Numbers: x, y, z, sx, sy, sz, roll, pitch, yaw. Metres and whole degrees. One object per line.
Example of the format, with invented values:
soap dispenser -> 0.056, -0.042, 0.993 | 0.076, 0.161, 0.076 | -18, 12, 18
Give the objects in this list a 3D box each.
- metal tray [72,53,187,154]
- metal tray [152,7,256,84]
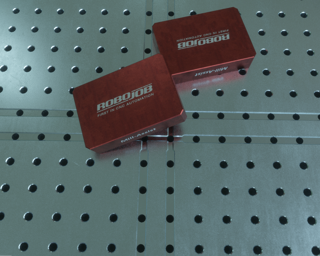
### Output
metal tray -> -0.041, -0.031, 0.404 | 0.130, 0.030, 0.090 | -21, 71, 7
metal tray -> 0.062, -0.121, 0.454 | 0.131, 0.030, 0.090 | -13, 71, -5
